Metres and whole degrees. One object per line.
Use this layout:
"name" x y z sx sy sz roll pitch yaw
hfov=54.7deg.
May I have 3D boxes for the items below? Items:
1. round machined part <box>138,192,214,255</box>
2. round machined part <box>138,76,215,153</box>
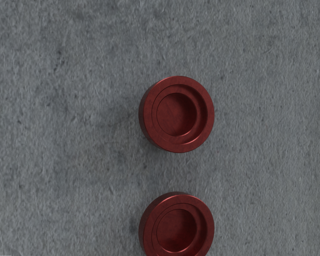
"round machined part" 0.018 0.132 0.408 0.099 0.042 0.097 0 90 -21
"round machined part" 0.018 -0.017 0.408 0.099 0.042 0.097 0 90 -21
